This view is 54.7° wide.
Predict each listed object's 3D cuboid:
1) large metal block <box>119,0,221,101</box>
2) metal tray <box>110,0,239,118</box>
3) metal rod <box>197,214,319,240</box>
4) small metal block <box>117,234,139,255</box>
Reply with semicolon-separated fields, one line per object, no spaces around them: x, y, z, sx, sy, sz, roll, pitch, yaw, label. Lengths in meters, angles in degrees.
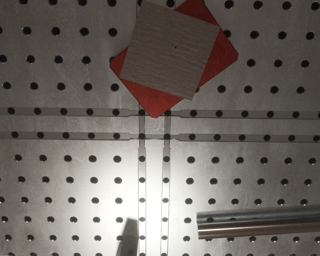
0.009;-0.085;0.336;0.080;0.050;0.079;17;109;-7;large metal block
0.016;-0.085;0.380;0.130;0.030;0.090;-36;107;12;metal tray
0.208;0.147;0.470;0.302;0.025;0.025;-4;110;1;metal rod
-0.053;0.202;0.474;0.025;0.050;0.050;16;109;-6;small metal block
